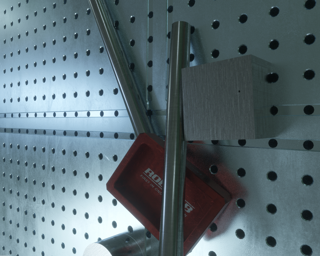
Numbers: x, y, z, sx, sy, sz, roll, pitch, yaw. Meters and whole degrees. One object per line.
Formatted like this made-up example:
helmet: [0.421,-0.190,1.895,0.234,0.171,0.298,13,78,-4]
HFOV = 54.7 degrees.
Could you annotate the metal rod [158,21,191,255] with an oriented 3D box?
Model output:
metal rod: [0.018,0.016,0.347,0.025,0.025,0.299,-10,69,39]

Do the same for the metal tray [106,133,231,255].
metal tray: [0.006,0.077,0.375,0.130,0.030,0.090,38,102,22]

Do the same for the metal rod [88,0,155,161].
metal rod: [-0.056,-0.084,0.455,0.025,0.025,0.299,-33,70,35]

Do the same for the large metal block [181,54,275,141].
large metal block: [0.072,-0.028,0.334,0.080,0.050,0.080,-4,88,40]

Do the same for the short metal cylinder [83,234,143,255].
short metal cylinder: [-0.068,0.201,0.450,0.080,0.050,0.079,0,90,40]
